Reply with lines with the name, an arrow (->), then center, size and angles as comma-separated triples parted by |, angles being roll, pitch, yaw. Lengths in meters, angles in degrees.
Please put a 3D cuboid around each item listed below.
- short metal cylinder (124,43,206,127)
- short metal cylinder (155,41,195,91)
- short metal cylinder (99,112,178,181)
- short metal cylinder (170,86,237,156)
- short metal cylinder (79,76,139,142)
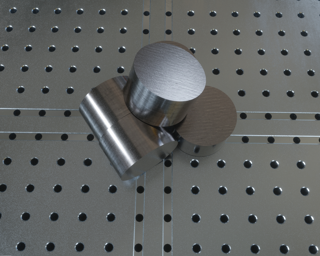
short metal cylinder -> 0.004, -0.048, 0.348 | 0.081, 0.050, 0.080 | 10, 56, -15
short metal cylinder -> 0.009, -0.071, 0.423 | 0.081, 0.050, 0.080 | 0, 70, 0
short metal cylinder -> -0.026, 0.020, 0.375 | 0.080, 0.080, 0.050 | -32, 74, -11
short metal cylinder -> 0.054, -0.008, 0.401 | 0.081, 0.050, 0.080 | 0, 70, 0
short metal cylinder -> -0.053, -0.020, 0.389 | 0.080, 0.080, 0.050 | -32, 74, -11
